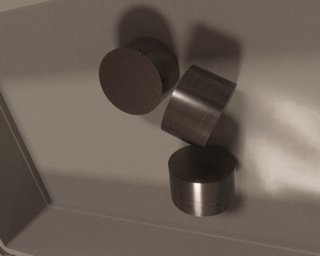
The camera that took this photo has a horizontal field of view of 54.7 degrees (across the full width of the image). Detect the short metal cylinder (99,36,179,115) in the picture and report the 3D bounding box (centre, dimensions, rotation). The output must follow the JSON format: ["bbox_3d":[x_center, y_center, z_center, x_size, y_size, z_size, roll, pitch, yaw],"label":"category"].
[{"bbox_3d":[-0.024,-0.062,0.365,0.080,0.050,0.079,13,124,20],"label":"short metal cylinder"}]

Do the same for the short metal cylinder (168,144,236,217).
[{"bbox_3d":[0.052,0.062,0.383,0.080,0.080,0.050,8,122,23],"label":"short metal cylinder"}]

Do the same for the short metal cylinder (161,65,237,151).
[{"bbox_3d":[0.043,-0.022,0.336,0.050,0.080,0.079,27,128,11],"label":"short metal cylinder"}]

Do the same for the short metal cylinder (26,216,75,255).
[{"bbox_3d":[-0.223,0.225,0.629,0.050,0.080,0.080,-35,99,38],"label":"short metal cylinder"}]
